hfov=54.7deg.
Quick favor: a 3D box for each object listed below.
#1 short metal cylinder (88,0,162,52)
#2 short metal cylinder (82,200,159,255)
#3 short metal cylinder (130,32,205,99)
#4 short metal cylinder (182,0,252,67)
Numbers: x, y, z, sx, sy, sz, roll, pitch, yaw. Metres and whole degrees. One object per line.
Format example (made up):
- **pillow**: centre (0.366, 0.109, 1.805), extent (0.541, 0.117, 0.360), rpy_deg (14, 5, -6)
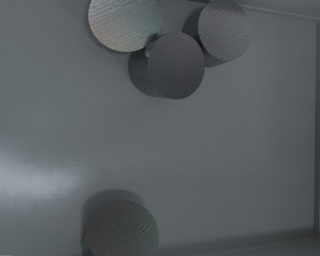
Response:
- **short metal cylinder**: centre (-0.040, -0.137, 0.360), extent (0.081, 0.050, 0.079), rpy_deg (-4, 132, -4)
- **short metal cylinder**: centre (-0.047, 0.131, 0.359), extent (0.081, 0.050, 0.080), rpy_deg (11, 45, -11)
- **short metal cylinder**: centre (0.009, -0.078, 0.392), extent (0.081, 0.050, 0.079), rpy_deg (-5, 101, -28)
- **short metal cylinder**: centre (0.077, -0.127, 0.425), extent (0.081, 0.050, 0.080), rpy_deg (0, 90, -20)
